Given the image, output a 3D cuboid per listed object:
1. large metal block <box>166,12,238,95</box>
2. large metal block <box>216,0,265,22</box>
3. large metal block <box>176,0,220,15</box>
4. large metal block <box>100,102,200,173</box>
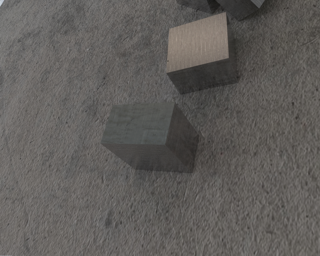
[{"bbox_3d":[0.058,-0.099,0.418,0.080,0.050,0.080,-10,58,23],"label":"large metal block"},{"bbox_3d":[0.114,-0.213,0.430,0.080,0.080,0.050,-56,14,-11],"label":"large metal block"},{"bbox_3d":[0.072,-0.238,0.496,0.080,0.050,0.080,-49,52,-7],"label":"large metal block"},{"bbox_3d":[-0.008,0.013,0.365,0.080,0.080,0.050,-1,62,28],"label":"large metal block"}]
